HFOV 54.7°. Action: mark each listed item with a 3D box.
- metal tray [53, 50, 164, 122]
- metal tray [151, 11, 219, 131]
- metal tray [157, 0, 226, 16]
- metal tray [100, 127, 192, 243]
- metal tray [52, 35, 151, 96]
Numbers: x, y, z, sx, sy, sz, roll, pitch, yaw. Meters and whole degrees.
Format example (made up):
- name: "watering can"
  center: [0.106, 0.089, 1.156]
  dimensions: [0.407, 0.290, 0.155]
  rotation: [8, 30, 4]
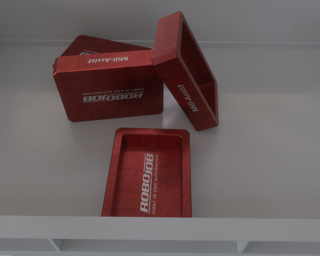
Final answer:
- name: "metal tray"
  center: [-0.062, -0.053, 0.406]
  dimensions: [0.131, 0.090, 0.030]
  rotation: [-6, 51, -5]
- name: "metal tray"
  center: [0.038, -0.069, 0.395]
  dimensions: [0.030, 0.130, 0.090]
  rotation: [-15, 46, 24]
- name: "metal tray"
  center: [0.069, -0.279, 0.639]
  dimensions: [0.130, 0.030, 0.090]
  rotation: [20, 53, 16]
- name: "metal tray"
  center: [-0.011, 0.059, 0.351]
  dimensions: [0.091, 0.030, 0.130]
  rotation: [2, 50, 1]
- name: "metal tray"
  center: [-0.085, -0.098, 0.484]
  dimensions: [0.131, 0.030, 0.090]
  rotation: [14, 51, 11]
